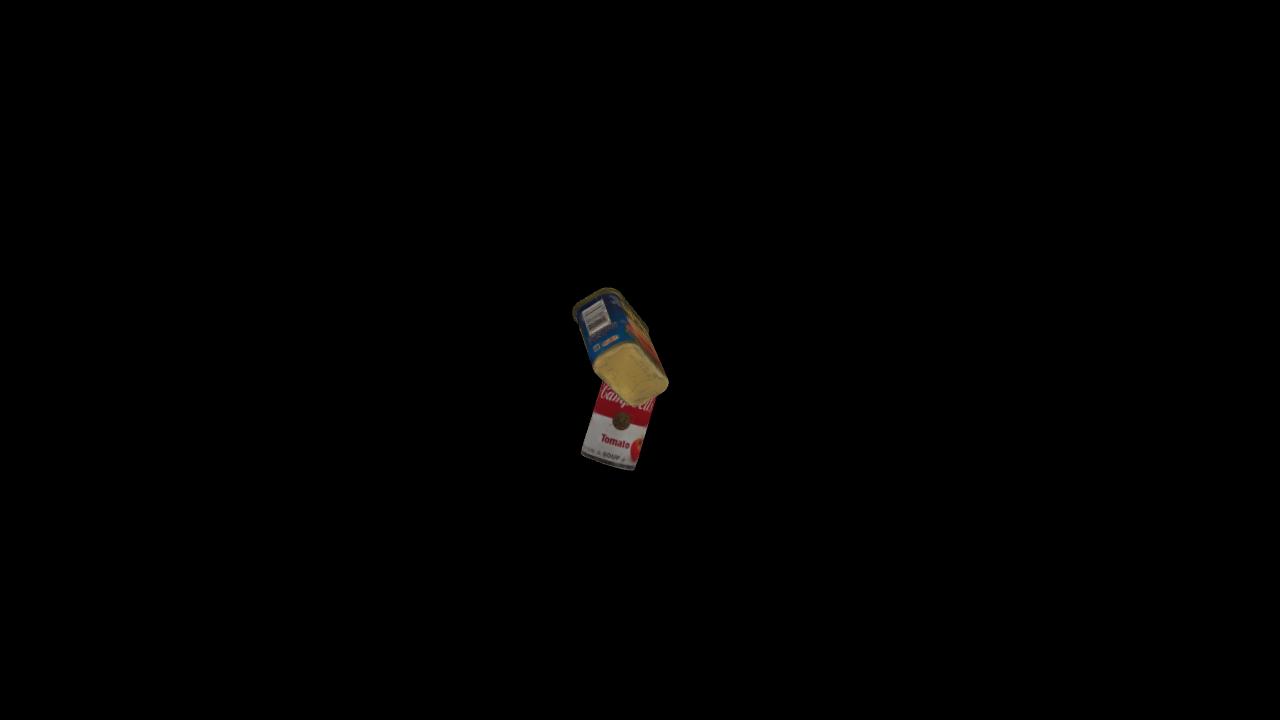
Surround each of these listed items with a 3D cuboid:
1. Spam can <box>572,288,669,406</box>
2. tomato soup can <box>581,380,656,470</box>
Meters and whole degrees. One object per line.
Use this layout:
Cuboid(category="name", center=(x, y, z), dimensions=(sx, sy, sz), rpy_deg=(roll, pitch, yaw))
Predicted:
Cuboid(category="Spam can", center=(-0.019, -0.012, 0.645), dimensions=(0.058, 0.085, 0.101), rpy_deg=(-31, -43, 11))
Cuboid(category="tomato soup can", center=(-0.024, 0.070, 0.710), dimensions=(0.068, 0.101, 0.068), rpy_deg=(17, -3, 1))
